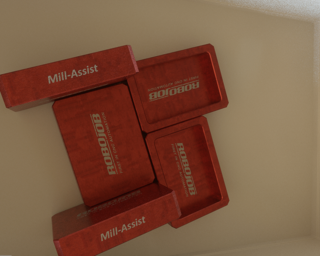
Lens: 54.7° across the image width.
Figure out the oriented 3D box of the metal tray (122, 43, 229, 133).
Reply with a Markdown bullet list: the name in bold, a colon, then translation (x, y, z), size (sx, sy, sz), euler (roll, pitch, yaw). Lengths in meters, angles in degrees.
- **metal tray**: translation (0.021, -0.054, 0.415), size (0.131, 0.030, 0.089), euler (-18, 96, -20)

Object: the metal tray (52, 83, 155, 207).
- **metal tray**: translation (-0.068, 0.019, 0.380), size (0.091, 0.030, 0.129), euler (-19, 97, -19)

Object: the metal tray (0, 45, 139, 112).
- **metal tray**: translation (-0.098, -0.052, 0.336), size (0.131, 0.090, 0.030), euler (-19, 97, -19)

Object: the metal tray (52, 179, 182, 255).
- **metal tray**: translation (-0.053, 0.101, 0.354), size (0.131, 0.090, 0.030), euler (-18, 97, -19)

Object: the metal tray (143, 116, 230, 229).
- **metal tray**: translation (0.034, 0.057, 0.420), size (0.091, 0.030, 0.129), euler (-19, 97, -19)
